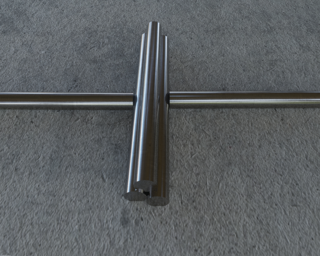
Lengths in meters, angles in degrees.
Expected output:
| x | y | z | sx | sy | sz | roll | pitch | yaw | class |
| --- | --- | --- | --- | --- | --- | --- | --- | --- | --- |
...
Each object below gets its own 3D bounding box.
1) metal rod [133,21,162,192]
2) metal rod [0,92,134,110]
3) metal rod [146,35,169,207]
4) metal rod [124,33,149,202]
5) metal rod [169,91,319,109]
| x | y | z | sx | sy | sz | roll | pitch | yaw | class |
| --- | --- | --- | --- | --- | --- | --- | --- | --- | --- |
| -0.013 | -0.053 | 0.423 | 0.025 | 0.025 | 0.300 | 1 | 50 | 0 | metal rod |
| -0.188 | -0.038 | 0.434 | 0.302 | 0.025 | 0.025 | 0 | 50 | 0 | metal rod |
| 0.000 | -0.034 | 0.434 | 0.025 | 0.025 | 0.300 | 1 | 50 | 0 | metal rod |
| -0.024 | -0.039 | 0.438 | 0.025 | 0.025 | 0.300 | 1 | 50 | 0 | metal rod |
| 0.164 | -0.040 | 0.440 | 0.302 | 0.025 | 0.025 | 0 | 50 | -1 | metal rod |
